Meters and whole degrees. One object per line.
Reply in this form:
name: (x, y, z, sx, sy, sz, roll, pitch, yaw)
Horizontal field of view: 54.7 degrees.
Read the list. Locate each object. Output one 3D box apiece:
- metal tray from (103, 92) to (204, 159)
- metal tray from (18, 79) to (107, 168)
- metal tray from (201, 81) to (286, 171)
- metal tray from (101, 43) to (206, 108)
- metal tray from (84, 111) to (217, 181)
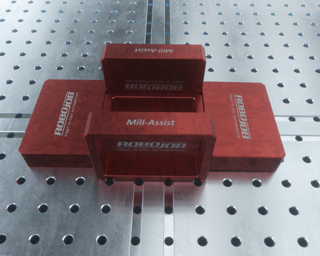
metal tray: (-0.009, -0.005, 0.406, 0.131, 0.030, 0.090, 1, 50, 0)
metal tray: (-0.120, -0.010, 0.411, 0.091, 0.030, 0.130, 1, 50, 0)
metal tray: (0.102, -0.007, 0.409, 0.091, 0.030, 0.130, 2, 50, -1)
metal tray: (-0.008, -0.069, 0.423, 0.131, 0.089, 0.030, 1, 50, 0)
metal tray: (-0.010, 0.023, 0.344, 0.131, 0.089, 0.030, 1, 50, 0)
